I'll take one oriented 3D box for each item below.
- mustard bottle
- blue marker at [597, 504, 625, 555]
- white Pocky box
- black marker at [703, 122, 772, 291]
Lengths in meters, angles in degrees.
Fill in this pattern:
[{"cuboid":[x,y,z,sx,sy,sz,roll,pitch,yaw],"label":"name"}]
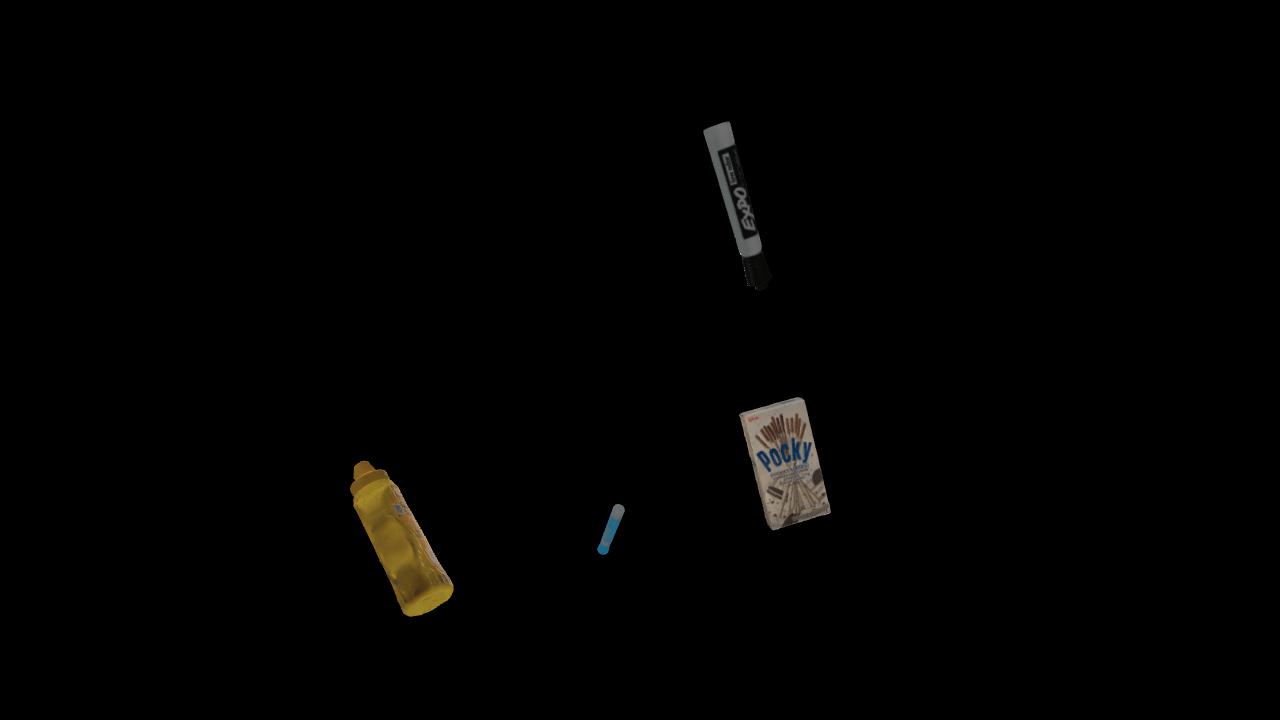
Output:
[{"cuboid":[-0.274,0.190,0.687,0.054,0.184,0.092,-33,-20,-11],"label":"mustard bottle"},{"cuboid":[-0.047,0.269,0.967,0.020,0.121,0.020,11,40,-9],"label":"blue marker"},{"cuboid":[0.186,0.132,0.787,0.084,0.154,0.028,-15,5,-5],"label":"white Pocky box"},{"cuboid":[0.071,-0.106,0.439,0.020,0.121,0.020,-18,22,7],"label":"black marker"}]
